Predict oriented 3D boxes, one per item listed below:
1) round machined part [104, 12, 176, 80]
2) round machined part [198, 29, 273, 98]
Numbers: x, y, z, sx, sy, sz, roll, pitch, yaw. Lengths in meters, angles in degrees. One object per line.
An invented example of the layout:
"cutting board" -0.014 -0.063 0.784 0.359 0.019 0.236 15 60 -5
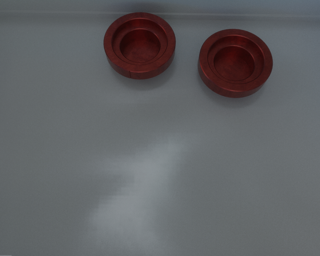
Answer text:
"round machined part" -0.028 -0.112 0.441 0.099 0.042 0.098 0 70 -1
"round machined part" 0.102 -0.086 0.433 0.099 0.042 0.098 0 70 -1
